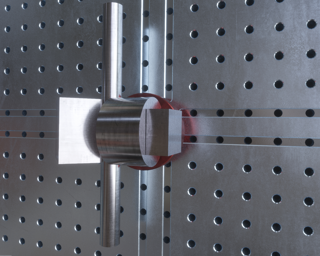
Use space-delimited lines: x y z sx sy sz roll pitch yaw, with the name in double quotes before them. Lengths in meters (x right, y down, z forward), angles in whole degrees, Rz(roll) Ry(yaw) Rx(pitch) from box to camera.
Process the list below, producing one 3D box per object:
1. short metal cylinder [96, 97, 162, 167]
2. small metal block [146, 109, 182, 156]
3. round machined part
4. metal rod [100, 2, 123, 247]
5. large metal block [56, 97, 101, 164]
"short metal cylinder" -0.032 0.004 0.361 0.050 0.080 0.079 1 90 20
"small metal block" 0.006 0.004 0.352 0.025 0.050 0.050 1 91 20
"round machined part" -0.015 0.004 0.407 0.098 0.042 0.097 0 90 19
"metal rod" -0.061 -0.004 0.389 0.025 0.025 0.298 1 90 19
"large metal block" -0.111 0.003 0.415 0.050 0.080 0.079 1 90 -21
